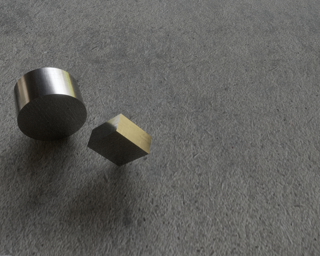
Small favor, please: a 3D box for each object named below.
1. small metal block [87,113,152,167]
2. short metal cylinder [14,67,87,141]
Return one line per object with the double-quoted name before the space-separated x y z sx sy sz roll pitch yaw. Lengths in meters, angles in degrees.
"small metal block" -0.046 0.016 0.360 0.050 0.050 0.025 -26 40 34
"short metal cylinder" -0.138 -0.029 0.391 0.081 0.080 0.050 -17 52 -14
